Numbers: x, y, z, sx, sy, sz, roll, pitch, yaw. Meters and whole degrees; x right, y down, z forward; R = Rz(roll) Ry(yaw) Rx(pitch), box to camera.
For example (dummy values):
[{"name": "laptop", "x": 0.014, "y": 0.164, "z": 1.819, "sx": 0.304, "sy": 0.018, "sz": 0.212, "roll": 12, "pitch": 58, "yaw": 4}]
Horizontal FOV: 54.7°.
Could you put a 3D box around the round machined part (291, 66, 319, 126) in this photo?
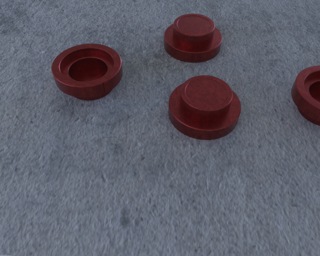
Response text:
[{"name": "round machined part", "x": 0.232, "y": -0.040, "z": 0.429, "sx": 0.099, "sy": 0.042, "sz": 0.098, "roll": 0, "pitch": 50, "yaw": 0}]

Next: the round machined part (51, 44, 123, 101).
[{"name": "round machined part", "x": -0.104, "y": -0.078, "z": 0.457, "sx": 0.099, "sy": 0.042, "sz": 0.098, "roll": 0, "pitch": 50, "yaw": 0}]

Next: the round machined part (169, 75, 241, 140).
[{"name": "round machined part", "x": 0.061, "y": -0.035, "z": 0.422, "sx": 0.099, "sy": 0.042, "sz": 0.098, "roll": 0, "pitch": 50, "yaw": 0}]

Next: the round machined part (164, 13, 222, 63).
[{"name": "round machined part", "x": 0.056, "y": -0.158, "z": 0.526, "sx": 0.099, "sy": 0.042, "sz": 0.098, "roll": 0, "pitch": 50, "yaw": 0}]
